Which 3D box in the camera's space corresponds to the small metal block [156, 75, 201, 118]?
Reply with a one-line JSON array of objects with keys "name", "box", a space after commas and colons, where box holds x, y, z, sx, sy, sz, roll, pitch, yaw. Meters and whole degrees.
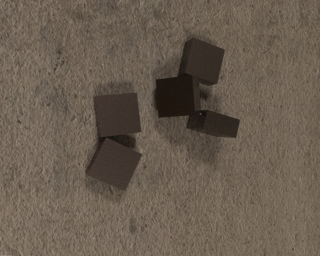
[{"name": "small metal block", "box": [0.024, -0.040, 0.404, 0.025, 0.050, 0.050, -8, 94, -65]}]

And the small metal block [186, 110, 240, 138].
[{"name": "small metal block", "box": [0.072, -0.005, 0.424, 0.050, 0.050, 0.025, 15, 85, -20]}]

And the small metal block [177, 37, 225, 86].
[{"name": "small metal block", "box": [0.057, -0.091, 0.431, 0.050, 0.025, 0.050, 15, 85, -20]}]

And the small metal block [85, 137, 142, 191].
[{"name": "small metal block", "box": [-0.058, 0.044, 0.388, 0.050, 0.025, 0.050, 27, 81, -18]}]

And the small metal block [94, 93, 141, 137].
[{"name": "small metal block", "box": [-0.054, -0.017, 0.390, 0.050, 0.025, 0.050, -7, 93, -20]}]
